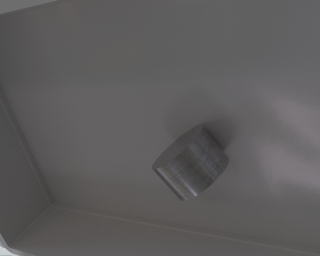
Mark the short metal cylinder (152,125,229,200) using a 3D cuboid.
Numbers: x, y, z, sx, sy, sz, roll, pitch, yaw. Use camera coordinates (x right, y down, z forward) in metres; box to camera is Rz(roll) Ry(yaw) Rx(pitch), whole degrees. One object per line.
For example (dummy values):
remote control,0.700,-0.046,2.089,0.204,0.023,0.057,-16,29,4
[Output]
short metal cylinder,0.037,0.042,0.380,0.050,0.080,0.080,49,129,-6
